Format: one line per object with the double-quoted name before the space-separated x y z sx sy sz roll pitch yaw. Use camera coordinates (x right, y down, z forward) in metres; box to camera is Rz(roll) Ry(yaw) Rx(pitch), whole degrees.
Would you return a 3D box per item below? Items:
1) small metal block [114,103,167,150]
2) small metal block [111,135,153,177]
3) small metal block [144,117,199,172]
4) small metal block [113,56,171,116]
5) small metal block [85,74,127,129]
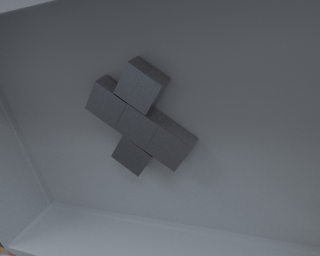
"small metal block" -0.027 -0.006 0.415 0.050 0.025 0.050 36 129 4
"small metal block" -0.036 0.035 0.447 0.050 0.025 0.050 37 130 3
"small metal block" 0.014 0.023 0.412 0.050 0.025 0.050 36 129 4
"small metal block" -0.023 -0.052 0.386 0.050 0.025 0.050 36 128 4
"small metal block" -0.068 -0.035 0.420 0.050 0.025 0.050 36 129 4
